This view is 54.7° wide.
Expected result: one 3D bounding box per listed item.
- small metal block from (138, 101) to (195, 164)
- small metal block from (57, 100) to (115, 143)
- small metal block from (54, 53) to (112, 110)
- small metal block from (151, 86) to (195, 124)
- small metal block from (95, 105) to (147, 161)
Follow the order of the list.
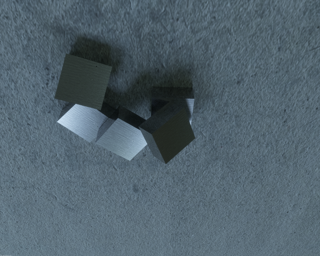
[{"bbox_3d":[0.010,0.005,0.364,0.050,0.025,0.050,-40,131,-20],"label":"small metal block"},{"bbox_3d":[-0.092,-0.016,0.394,0.050,0.025,0.050,-37,122,27],"label":"small metal block"},{"bbox_3d":[-0.086,-0.051,0.349,0.050,0.025,0.050,14,92,-13],"label":"small metal block"},{"bbox_3d":[0.014,-0.024,0.388,0.050,0.025,0.050,1,130,-2],"label":"small metal block"},{"bbox_3d":[-0.043,0.007,0.380,0.050,0.025,0.050,30,124,-24],"label":"small metal block"}]
